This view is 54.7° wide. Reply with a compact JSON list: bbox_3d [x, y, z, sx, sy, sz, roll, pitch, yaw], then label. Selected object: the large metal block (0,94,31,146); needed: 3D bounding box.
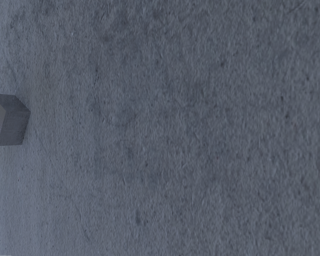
[{"bbox_3d":[-0.323,-0.018,0.651,0.080,0.050,0.079,36,112,33],"label":"large metal block"}]
